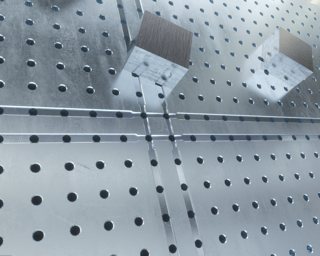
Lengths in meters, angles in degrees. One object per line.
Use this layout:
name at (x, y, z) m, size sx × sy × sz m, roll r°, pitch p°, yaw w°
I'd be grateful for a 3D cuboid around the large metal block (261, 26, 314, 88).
large metal block at (0.249, -0.140, 0.610) m, size 0.080 × 0.050 × 0.080 m, roll 26°, pitch 53°, yaw -12°

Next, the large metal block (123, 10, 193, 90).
large metal block at (-0.001, -0.116, 0.461) m, size 0.080 × 0.050 × 0.080 m, roll 21°, pitch 54°, yaw -16°
